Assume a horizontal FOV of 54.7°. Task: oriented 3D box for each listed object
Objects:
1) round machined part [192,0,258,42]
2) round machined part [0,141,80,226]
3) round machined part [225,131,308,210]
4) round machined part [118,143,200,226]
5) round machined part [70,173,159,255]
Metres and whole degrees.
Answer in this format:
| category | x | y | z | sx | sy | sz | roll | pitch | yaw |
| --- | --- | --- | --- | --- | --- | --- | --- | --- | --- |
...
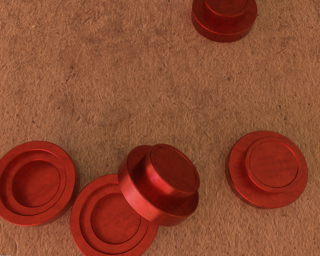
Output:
| category | x | y | z | sx | sy | sz | roll | pitch | yaw |
| --- | --- | --- | --- | --- | --- | --- | --- | --- | --- |
| round machined part | 0.098 | -0.182 | 0.466 | 0.099 | 0.042 | 0.098 | 0 | 70 | 0 |
| round machined part | -0.146 | 0.068 | 0.373 | 0.099 | 0.042 | 0.098 | 0 | 70 | 0 |
| round machined part | 0.134 | 0.049 | 0.382 | 0.099 | 0.042 | 0.098 | 0 | 70 | 0 |
| round machined part | 0.006 | 0.056 | 0.348 | 0.098 | 0.099 | 0.042 | 49 | 120 | 15 |
| round machined part | -0.050 | 0.105 | 0.360 | 0.099 | 0.042 | 0.098 | 0 | 70 | 0 |
